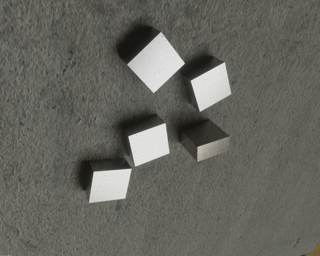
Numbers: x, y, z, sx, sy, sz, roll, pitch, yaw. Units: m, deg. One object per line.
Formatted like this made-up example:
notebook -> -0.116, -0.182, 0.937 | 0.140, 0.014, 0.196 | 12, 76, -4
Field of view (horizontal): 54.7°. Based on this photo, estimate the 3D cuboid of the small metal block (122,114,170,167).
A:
small metal block -> -0.018, 0.016, 0.407 | 0.050, 0.025, 0.050 | -20, 126, -17

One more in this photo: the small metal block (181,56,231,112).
small metal block -> 0.061, -0.057, 0.405 | 0.050, 0.025, 0.050 | -30, 129, -9

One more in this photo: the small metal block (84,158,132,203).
small metal block -> -0.070, 0.069, 0.411 | 0.050, 0.025, 0.050 | -1, 119, -28

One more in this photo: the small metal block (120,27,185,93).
small metal block -> -0.008, -0.077, 0.354 | 0.050, 0.025, 0.050 | -44, 129, 2

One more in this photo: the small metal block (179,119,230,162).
small metal block -> 0.062, 0.016, 0.434 | 0.050, 0.050, 0.025 | -16, 125, -19
